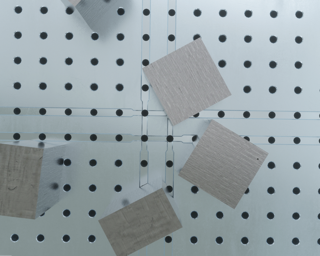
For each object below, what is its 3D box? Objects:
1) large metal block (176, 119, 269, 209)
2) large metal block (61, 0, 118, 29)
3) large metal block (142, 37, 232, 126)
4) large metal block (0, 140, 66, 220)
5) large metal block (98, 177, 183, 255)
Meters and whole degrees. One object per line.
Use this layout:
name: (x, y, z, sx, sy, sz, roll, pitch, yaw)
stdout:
large metal block: (0.077, 0.044, 0.401, 0.080, 0.050, 0.080, 31, 90, 0)
large metal block: (-0.086, -0.182, 0.385, 0.050, 0.080, 0.080, 43, 90, 0)
large metal block: (0.033, -0.056, 0.401, 0.080, 0.050, 0.080, -28, 90, 0)
large metal block: (-0.159, 0.059, 0.385, 0.050, 0.080, 0.080, 7, 90, 0)
large metal block: (-0.022, 0.107, 0.386, 0.080, 0.080, 0.050, -27, 90, 0)
